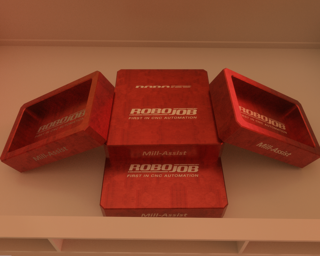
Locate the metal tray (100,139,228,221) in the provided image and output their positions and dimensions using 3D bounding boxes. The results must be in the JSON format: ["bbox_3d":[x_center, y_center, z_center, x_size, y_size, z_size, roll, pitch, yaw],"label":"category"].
[{"bbox_3d":[0.004,0.056,0.351,0.131,0.030,0.090,0,50,-1],"label":"metal tray"}]

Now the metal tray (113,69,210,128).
[{"bbox_3d":[0.004,-0.043,0.434,0.131,0.030,0.090,0,50,-1],"label":"metal tray"}]

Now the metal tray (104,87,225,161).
[{"bbox_3d":[0.004,-0.007,0.366,0.131,0.030,0.090,-1,50,-1],"label":"metal tray"}]

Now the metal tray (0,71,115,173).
[{"bbox_3d":[-0.119,-0.007,0.365,0.130,0.030,0.090,-18,47,23],"label":"metal tray"}]

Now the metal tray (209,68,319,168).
[{"bbox_3d":[0.125,-0.011,0.369,0.131,0.030,0.090,18,46,-23],"label":"metal tray"}]
